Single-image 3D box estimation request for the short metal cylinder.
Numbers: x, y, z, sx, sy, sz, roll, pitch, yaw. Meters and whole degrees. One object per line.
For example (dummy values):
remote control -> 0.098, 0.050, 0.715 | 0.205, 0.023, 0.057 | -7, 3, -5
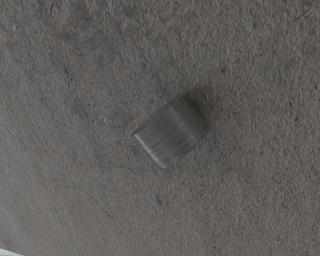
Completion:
short metal cylinder -> 0.012, 0.003, 0.367 | 0.080, 0.080, 0.050 | -34, 99, 38
